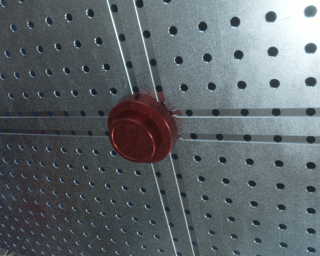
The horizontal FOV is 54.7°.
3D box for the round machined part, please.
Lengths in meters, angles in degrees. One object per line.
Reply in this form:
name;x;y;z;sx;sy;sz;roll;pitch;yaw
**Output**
round machined part;-0.030;0.008;0.419;0.098;0.042;0.097;13;124;20
